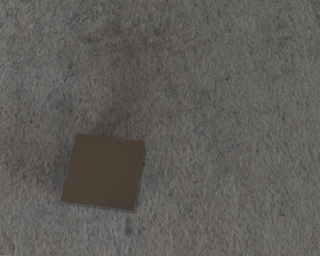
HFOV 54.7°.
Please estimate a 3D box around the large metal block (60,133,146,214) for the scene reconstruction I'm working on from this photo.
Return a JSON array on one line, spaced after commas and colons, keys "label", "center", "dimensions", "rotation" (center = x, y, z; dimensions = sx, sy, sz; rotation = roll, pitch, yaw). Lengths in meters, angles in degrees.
[{"label": "large metal block", "center": [-0.064, 0.056, 0.374], "dimensions": [0.080, 0.050, 0.080], "rotation": [7, 70, 2]}]
